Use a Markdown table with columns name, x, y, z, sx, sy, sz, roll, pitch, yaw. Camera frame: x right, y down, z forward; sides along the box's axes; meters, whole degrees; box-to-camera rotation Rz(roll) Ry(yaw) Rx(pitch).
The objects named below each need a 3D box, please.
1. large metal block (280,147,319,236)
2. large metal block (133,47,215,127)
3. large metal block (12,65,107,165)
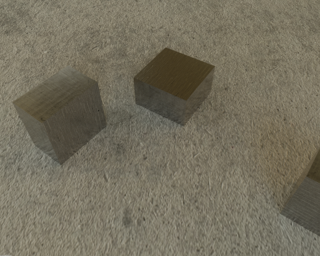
| name | x | y | z | sx | sy | sz | roll | pitch | yaw |
| --- | --- | --- | --- | --- | --- | --- | --- | --- | --- |
| large metal block | 0.179 | 0.072 | 0.308 | 0.080 | 0.080 | 0.050 | 29 | 56 | 22 |
| large metal block | 0.021 | -0.060 | 0.437 | 0.080 | 0.050 | 0.080 | 26 | 55 | 20 |
| large metal block | -0.117 | -0.015 | 0.380 | 0.050 | 0.080 | 0.080 | 31 | 56 | 23 |
